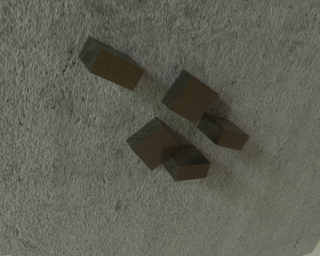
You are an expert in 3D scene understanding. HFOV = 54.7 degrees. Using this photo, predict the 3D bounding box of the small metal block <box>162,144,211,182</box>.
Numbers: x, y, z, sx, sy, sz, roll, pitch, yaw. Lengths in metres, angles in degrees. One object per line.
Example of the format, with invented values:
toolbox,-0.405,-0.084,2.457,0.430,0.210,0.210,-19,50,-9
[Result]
small metal block,0.035,0.048,0.439,0.050,0.050,0.025,-1,119,-28

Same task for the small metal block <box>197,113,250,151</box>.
small metal block,0.090,0.005,0.443,0.050,0.050,0.025,14,111,-34

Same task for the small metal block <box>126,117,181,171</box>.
small metal block,-0.008,0.022,0.416,0.050,0.025,0.050,-39,129,-2

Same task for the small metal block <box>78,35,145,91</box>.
small metal block,-0.051,-0.067,0.321,0.050,0.050,0.025,20,107,-36

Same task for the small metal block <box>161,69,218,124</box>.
small metal block,0.039,-0.040,0.403,0.050,0.025,0.050,27,104,-37
